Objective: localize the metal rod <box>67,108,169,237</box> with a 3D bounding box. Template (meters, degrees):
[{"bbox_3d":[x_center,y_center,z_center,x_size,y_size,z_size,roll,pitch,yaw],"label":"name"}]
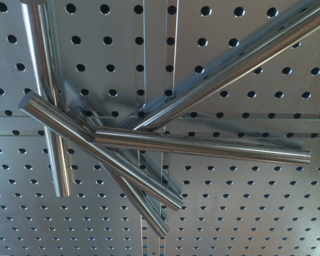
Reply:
[{"bbox_3d":[-0.053,0.087,0.484,0.025,0.025,0.299,-18,128,14],"label":"metal rod"}]

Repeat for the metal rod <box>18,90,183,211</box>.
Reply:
[{"bbox_3d":[-0.058,0.049,0.428,0.025,0.025,0.300,-29,132,22],"label":"metal rod"}]

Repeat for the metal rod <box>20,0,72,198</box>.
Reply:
[{"bbox_3d":[-0.139,-0.012,0.399,0.025,0.025,0.298,4,130,-4],"label":"metal rod"}]

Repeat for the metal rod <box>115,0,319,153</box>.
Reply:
[{"bbox_3d":[0.058,-0.050,0.370,0.300,0.025,0.025,-32,124,24],"label":"metal rod"}]

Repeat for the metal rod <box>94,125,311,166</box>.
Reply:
[{"bbox_3d":[0.067,0.027,0.413,0.302,0.025,0.025,7,130,-15],"label":"metal rod"}]
